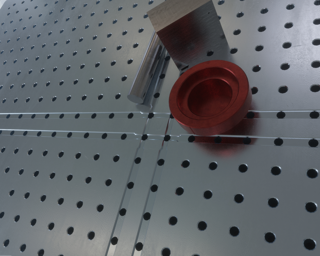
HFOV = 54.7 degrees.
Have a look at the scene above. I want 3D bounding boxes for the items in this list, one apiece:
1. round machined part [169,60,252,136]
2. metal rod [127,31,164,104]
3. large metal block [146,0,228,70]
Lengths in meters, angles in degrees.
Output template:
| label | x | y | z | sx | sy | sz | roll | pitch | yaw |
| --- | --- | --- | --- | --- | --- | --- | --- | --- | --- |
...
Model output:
| label | x | y | z | sx | sy | sz | roll | pitch | yaw |
| --- | --- | --- | --- | --- | --- | --- | --- | --- | --- |
| round machined part | 0.064 | -0.033 | 0.384 | 0.098 | 0.042 | 0.098 | -13 | 56 | 21 |
| metal rod | 0.009 | -0.173 | 0.509 | 0.025 | 0.025 | 0.300 | 5 | 64 | 30 |
| large metal block | 0.040 | -0.142 | 0.439 | 0.080 | 0.080 | 0.050 | -28 | 52 | 10 |
